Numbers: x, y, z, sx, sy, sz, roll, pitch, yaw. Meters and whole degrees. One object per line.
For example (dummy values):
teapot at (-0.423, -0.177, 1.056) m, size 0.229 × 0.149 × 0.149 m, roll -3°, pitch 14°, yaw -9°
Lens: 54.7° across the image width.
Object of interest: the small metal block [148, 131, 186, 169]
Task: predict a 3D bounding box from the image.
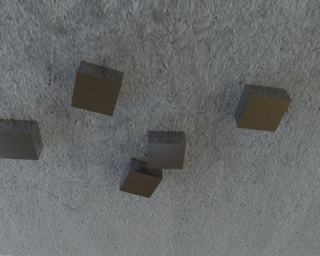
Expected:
small metal block at (0.008, 0.031, 0.434) m, size 0.050 × 0.025 × 0.050 m, roll 1°, pitch 130°, yaw -2°

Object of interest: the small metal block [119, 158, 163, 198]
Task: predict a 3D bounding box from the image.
small metal block at (-0.029, 0.077, 0.472) m, size 0.050 × 0.025 × 0.050 m, roll 18°, pitch 128°, yaw -15°

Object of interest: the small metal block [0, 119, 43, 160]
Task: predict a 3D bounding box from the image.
small metal block at (-0.191, 0.016, 0.419) m, size 0.050 × 0.025 × 0.050 m, roll 3°, pitch 130°, yaw -3°

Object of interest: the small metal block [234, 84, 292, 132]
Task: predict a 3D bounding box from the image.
small metal block at (0.126, -0.024, 0.388) m, size 0.050 × 0.025 × 0.050 m, roll 6°, pitch 130°, yaw -6°

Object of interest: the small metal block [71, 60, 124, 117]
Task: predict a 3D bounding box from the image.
small metal block at (-0.074, -0.046, 0.367) m, size 0.050 × 0.025 × 0.050 m, roll 14°, pitch 129°, yaw -12°
